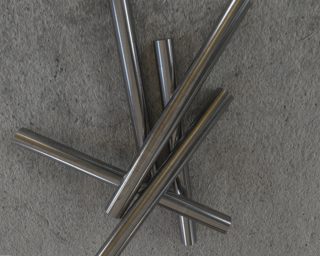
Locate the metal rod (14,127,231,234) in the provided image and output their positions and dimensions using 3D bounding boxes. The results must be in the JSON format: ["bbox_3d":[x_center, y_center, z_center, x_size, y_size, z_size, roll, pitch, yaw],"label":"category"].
[{"bbox_3d":[-0.049,0.070,0.413,0.301,0.025,0.025,23,109,0],"label":"metal rod"}]

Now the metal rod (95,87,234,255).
[{"bbox_3d":[-0.005,0.076,0.388,0.025,0.025,0.300,37,87,-13],"label":"metal rod"}]

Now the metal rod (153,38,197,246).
[{"bbox_3d":[0.024,0.032,0.421,0.025,0.025,0.298,-7,110,2],"label":"metal rod"}]

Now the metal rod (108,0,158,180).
[{"bbox_3d":[-0.029,-0.033,0.397,0.025,0.025,0.298,-8,110,3],"label":"metal rod"}]

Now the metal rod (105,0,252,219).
[{"bbox_3d":[0.018,-0.020,0.374,0.025,0.025,0.299,30,97,-11],"label":"metal rod"}]
